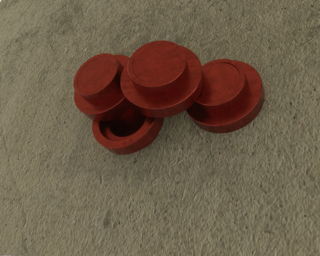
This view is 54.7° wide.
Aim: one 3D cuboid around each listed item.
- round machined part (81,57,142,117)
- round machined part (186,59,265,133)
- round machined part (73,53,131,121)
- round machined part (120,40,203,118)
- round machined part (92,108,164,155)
[{"bbox_3d":[-0.082,-0.070,0.477,0.098,0.042,0.098,-13,56,20],"label":"round machined part"},{"bbox_3d":[0.075,-0.046,0.382,0.098,0.042,0.098,-13,56,20],"label":"round machined part"},{"bbox_3d":[-0.075,-0.061,0.415,0.098,0.042,0.098,-13,56,20],"label":"round machined part"},{"bbox_3d":[0.000,-0.064,0.365,0.098,0.042,0.098,-5,60,10],"label":"round machined part"},{"bbox_3d":[-0.038,-0.008,0.418,0.098,0.042,0.098,-13,56,20],"label":"round machined part"}]
